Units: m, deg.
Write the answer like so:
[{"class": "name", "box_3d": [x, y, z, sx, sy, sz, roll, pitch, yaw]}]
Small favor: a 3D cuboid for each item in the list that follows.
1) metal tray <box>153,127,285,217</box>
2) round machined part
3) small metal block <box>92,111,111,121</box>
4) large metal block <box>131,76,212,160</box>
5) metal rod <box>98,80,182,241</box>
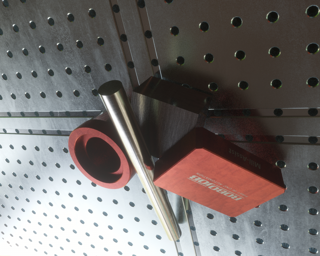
[{"class": "metal tray", "box_3d": [0.069, 0.058, 0.370, 0.131, 0.030, 0.090, 27, 133, -21]}, {"class": "round machined part", "box_3d": [-0.071, 0.031, 0.417, 0.098, 0.042, 0.097, 15, 126, 22]}, {"class": "small metal block", "box_3d": [-0.072, 0.000, 0.445, 0.050, 0.025, 0.050, -24, 106, 36]}, {"class": "large metal block", "box_3d": [0.010, -0.008, 0.381, 0.080, 0.050, 0.079, 21, 126, 15]}, {"class": "metal rod", "box_3d": [-0.013, 0.066, 0.403, 0.025, 0.025, 0.299, 6, 137, 25]}]
